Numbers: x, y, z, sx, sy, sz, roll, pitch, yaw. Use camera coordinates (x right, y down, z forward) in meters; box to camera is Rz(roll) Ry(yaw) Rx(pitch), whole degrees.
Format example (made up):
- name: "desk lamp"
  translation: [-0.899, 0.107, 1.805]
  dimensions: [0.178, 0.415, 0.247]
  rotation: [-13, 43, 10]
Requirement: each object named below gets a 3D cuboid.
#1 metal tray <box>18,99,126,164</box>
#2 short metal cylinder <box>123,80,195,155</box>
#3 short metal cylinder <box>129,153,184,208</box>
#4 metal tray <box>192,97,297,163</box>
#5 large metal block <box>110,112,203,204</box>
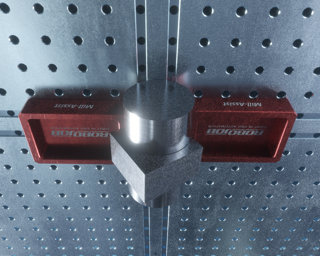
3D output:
- name: "metal tray"
  translation: [-0.107, 0.007, 0.413]
  dimensions: [0.131, 0.030, 0.089]
  rotation: [1, 130, -1]
- name: "short metal cylinder"
  translation: [-0.002, -0.014, 0.363]
  dimensions: [0.081, 0.080, 0.050]
  rotation: [1, 130, -1]
- name: "short metal cylinder"
  translation: [-0.004, 0.062, 0.428]
  dimensions: [0.081, 0.080, 0.050]
  rotation: [1, 130, -1]
- name: "metal tray"
  translation: [0.102, 0.005, 0.413]
  dimensions: [0.131, 0.030, 0.089]
  rotation: [1, 130, -1]
- name: "large metal block"
  translation: [-0.006, 0.033, 0.384]
  dimensions: [0.081, 0.080, 0.050]
  rotation: [-22, 136, -27]
